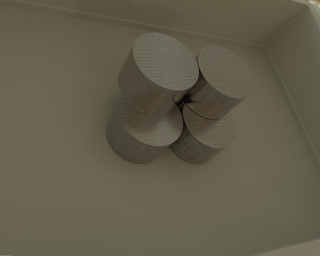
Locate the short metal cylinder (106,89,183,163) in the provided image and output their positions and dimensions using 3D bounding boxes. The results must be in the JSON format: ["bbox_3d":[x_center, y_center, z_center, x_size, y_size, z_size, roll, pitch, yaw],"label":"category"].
[{"bbox_3d":[-0.019,-0.003,0.379,0.081,0.050,0.080,14,56,-21],"label":"short metal cylinder"}]

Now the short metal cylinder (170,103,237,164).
[{"bbox_3d":[0.054,0.002,0.415,0.081,0.050,0.080,14,56,-21],"label":"short metal cylinder"}]

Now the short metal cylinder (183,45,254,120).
[{"bbox_3d":[0.071,-0.058,0.395,0.081,0.050,0.080,14,56,-21],"label":"short metal cylinder"}]

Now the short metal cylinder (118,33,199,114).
[{"bbox_3d":[-0.002,-0.063,0.360,0.081,0.050,0.080,14,56,-21],"label":"short metal cylinder"}]

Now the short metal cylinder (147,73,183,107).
[{"bbox_3d":[0.005,-0.062,0.428,0.081,0.050,0.080,14,56,-21],"label":"short metal cylinder"}]
